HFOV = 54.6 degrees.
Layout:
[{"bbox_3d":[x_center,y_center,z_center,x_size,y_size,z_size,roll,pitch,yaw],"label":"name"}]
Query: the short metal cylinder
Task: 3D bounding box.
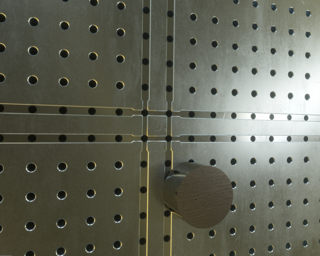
[{"bbox_3d":[0.050,0.088,0.418,0.081,0.050,0.080,0,90,-20],"label":"short metal cylinder"}]
